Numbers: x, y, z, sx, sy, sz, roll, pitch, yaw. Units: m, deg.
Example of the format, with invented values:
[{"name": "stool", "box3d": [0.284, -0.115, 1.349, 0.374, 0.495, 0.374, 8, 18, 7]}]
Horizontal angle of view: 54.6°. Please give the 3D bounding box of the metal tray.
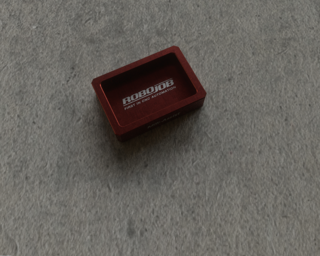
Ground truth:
[{"name": "metal tray", "box3d": [-0.015, -0.048, 0.422, 0.131, 0.030, 0.090, -25, 72, -9]}]
